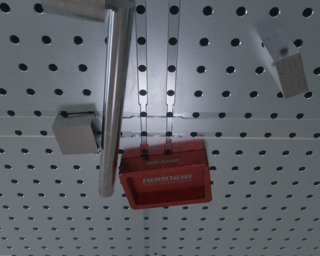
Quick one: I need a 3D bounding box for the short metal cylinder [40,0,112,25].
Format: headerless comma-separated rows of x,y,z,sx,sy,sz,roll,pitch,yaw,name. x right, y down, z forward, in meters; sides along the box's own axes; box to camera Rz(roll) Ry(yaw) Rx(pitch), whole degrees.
-0.066,-0.133,0.261,0.050,0.080,0.079,9,130,-8,short metal cylinder

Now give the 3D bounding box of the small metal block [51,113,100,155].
-0.111,0.009,0.418,0.050,0.025,0.050,-4,130,3,small metal block

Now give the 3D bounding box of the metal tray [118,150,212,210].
0.011,0.082,0.478,0.131,0.030,0.090,-7,130,6,metal tray

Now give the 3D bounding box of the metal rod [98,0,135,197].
-0.062,-0.011,0.401,0.025,0.025,0.298,7,130,-6,metal rod

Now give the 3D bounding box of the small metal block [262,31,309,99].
0.136,-0.069,0.338,0.025,0.050,0.050,-21,127,17,small metal block
